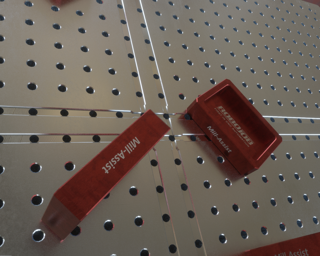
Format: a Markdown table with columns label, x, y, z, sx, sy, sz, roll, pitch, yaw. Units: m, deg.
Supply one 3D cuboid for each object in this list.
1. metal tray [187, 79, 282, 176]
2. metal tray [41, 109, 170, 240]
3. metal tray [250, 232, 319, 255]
| label | x | y | z | sx | sy | sz | roll | pitch | yaw |
| --- | --- | --- | --- | --- | --- | --- | --- | --- | --- |
| metal tray | 0.114 | -0.004 | 0.467 | 0.091 | 0.030 | 0.130 | -35 | 81 | -38 |
| metal tray | -0.052 | 0.045 | 0.310 | 0.030 | 0.090 | 0.131 | 44 | 51 | 2 |
| metal tray | 0.180 | 0.136 | 0.354 | 0.091 | 0.129 | 0.030 | 0 | 62 | -28 |
